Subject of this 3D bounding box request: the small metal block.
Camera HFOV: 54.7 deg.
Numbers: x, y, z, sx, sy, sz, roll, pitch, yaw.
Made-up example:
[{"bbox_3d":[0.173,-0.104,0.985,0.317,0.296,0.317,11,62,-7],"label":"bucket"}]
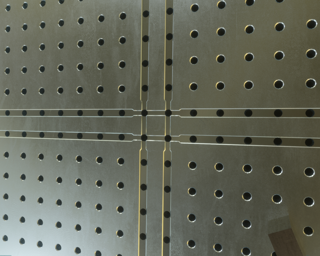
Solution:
[{"bbox_3d":[0.144,0.132,0.349,0.025,0.050,0.050,-23,83,18],"label":"small metal block"}]
